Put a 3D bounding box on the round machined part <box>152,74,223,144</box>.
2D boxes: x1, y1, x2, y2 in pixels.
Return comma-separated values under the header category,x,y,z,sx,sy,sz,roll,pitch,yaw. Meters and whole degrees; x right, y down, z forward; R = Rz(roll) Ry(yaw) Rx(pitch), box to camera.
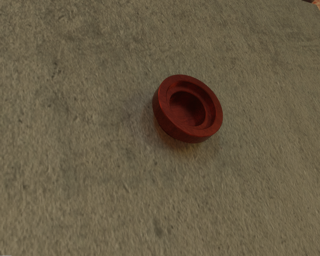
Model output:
category,x,y,z,sx,sy,sz,roll,pitch,yaw
round machined part,0.034,-0.022,0.426,0.099,0.042,0.098,14,56,-21
